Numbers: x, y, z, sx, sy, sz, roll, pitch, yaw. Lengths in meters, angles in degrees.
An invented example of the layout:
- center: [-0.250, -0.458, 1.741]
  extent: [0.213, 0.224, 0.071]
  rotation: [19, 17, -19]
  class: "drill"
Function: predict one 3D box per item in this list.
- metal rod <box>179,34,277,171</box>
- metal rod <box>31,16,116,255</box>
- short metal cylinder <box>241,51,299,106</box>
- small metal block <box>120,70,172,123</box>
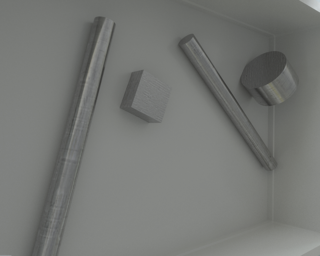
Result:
- center: [0.124, -0.027, 0.512]
  extent: [0.300, 0.025, 0.025]
  rotation: [49, 61, -29]
  class: "metal rod"
- center: [-0.093, 0.023, 0.329]
  extent: [0.025, 0.025, 0.299]
  rotation: [20, 77, -39]
  class: "metal rod"
- center: [0.188, -0.084, 0.531]
  extent: [0.050, 0.080, 0.080]
  rotation: [41, 65, -33]
  class: "short metal cylinder"
- center: [-0.017, -0.039, 0.394]
  extent: [0.050, 0.025, 0.050]
  rotation: [28, 73, -37]
  class: "small metal block"
